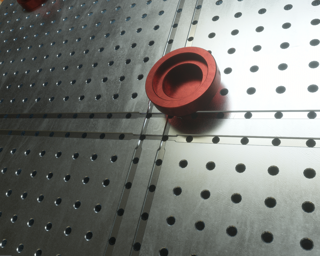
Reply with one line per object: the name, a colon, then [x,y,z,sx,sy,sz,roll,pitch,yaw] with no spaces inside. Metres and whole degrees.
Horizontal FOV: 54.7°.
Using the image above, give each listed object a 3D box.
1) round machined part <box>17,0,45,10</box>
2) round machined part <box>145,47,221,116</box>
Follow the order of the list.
round machined part: [-0.321,-0.348,0.775,0.098,0.042,0.098,-13,56,20]
round machined part: [0.033,-0.057,0.414,0.098,0.042,0.098,-13,56,20]
